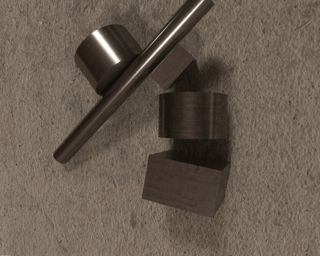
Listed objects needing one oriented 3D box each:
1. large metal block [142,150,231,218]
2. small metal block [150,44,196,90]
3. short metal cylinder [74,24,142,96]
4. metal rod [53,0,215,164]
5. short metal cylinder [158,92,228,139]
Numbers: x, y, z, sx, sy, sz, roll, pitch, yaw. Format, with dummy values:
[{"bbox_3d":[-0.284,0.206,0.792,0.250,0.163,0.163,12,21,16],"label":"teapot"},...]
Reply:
[{"bbox_3d":[0.035,0.061,0.367,0.080,0.080,0.050,11,94,19],"label":"large metal block"},{"bbox_3d":[0.018,-0.075,0.386,0.025,0.050,0.050,43,104,0],"label":"small metal block"},{"bbox_3d":[-0.061,-0.086,0.400,0.080,0.080,0.050,-39,78,15],"label":"short metal cylinder"},{"bbox_3d":[-0.049,-0.048,0.393,0.299,0.025,0.025,-43,77,27],"label":"metal rod"},{"bbox_3d":[0.039,-0.014,0.366,0.080,0.080,0.050,1,91,19],"label":"short metal cylinder"}]
